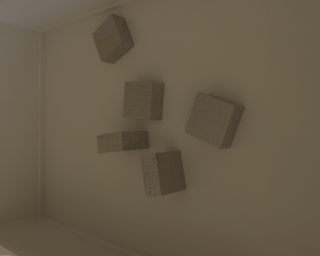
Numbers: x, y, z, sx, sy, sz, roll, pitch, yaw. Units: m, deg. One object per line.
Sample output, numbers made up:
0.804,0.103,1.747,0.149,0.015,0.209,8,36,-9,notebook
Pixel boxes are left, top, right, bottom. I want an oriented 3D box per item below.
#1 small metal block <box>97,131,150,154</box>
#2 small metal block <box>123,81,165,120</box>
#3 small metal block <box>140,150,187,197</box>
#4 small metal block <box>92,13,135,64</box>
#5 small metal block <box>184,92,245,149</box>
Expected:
-0.051,0.020,0.431,0.050,0.050,0.025,-9,84,39,small metal block
-0.023,-0.037,0.424,0.050,0.025,0.050,7,95,39,small metal block
0.005,0.056,0.385,0.025,0.050,0.050,-14,81,39,small metal block
-0.070,-0.132,0.462,0.050,0.025,0.050,-31,71,35,small metal block
0.062,-0.009,0.354,0.050,0.025,0.050,26,106,36,small metal block
